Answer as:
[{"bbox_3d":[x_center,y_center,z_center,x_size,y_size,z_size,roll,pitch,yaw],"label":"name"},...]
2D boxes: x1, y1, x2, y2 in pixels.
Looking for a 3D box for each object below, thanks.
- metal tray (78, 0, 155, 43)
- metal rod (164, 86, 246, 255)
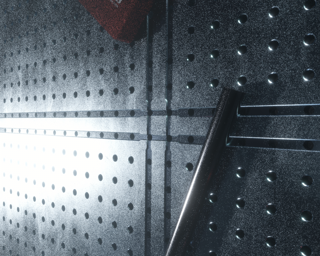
[{"bbox_3d":[-0.067,-0.200,0.462,0.130,0.030,0.090,50,119,28],"label":"metal tray"},{"bbox_3d":[0.039,0.095,0.376,0.025,0.025,0.298,28,107,36],"label":"metal rod"}]
